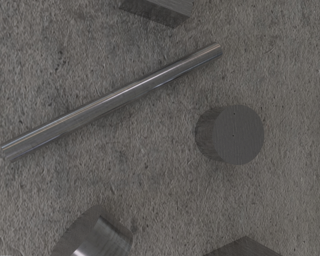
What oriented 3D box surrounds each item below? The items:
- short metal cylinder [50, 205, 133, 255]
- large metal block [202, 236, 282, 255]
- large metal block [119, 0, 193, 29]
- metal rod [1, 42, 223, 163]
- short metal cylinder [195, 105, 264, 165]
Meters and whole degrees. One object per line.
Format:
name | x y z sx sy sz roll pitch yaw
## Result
short metal cylinder | -0.077 0.135 0.352 0.050 0.080 0.080 46 76 -15
large metal block | 0.114 0.199 0.423 0.081 0.080 0.050 -16 96 -19
large metal block | 0.000 -0.185 0.396 0.081 0.050 0.080 13 86 -20
metal rod | -0.045 -0.041 0.392 0.302 0.025 0.025 -29 100 -18
short metal cylinder | 0.096 0.009 0.431 0.081 0.050 0.080 0 90 -20
